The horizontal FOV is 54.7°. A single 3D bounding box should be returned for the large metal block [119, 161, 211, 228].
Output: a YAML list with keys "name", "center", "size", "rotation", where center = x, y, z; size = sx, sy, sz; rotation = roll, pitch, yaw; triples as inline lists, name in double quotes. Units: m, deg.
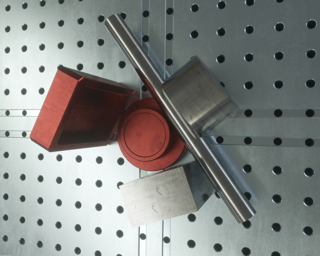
- name: "large metal block"
  center: [0.010, 0.077, 0.379]
  size: [0.080, 0.080, 0.050]
  rotation: [-20, 84, 18]

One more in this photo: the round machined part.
- name: "round machined part"
  center: [-0.013, 0.009, 0.407]
  size: [0.098, 0.042, 0.097]
  rotation: [0, 90, 19]

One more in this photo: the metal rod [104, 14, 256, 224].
- name: "metal rod"
  center: [0.019, -0.020, 0.383]
  size: [0.025, 0.025, 0.299]
  rotation: [-37, 79, 16]

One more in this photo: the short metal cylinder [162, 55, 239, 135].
- name: "short metal cylinder"
  center: [0.048, -0.039, 0.365]
  size: [0.050, 0.080, 0.080]
  rotation: [-39, 78, 16]

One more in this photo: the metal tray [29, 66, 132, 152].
- name: "metal tray"
  center: [-0.091, -0.020, 0.388]
  size: [0.030, 0.130, 0.090]
  rotation: [29, 99, 17]
